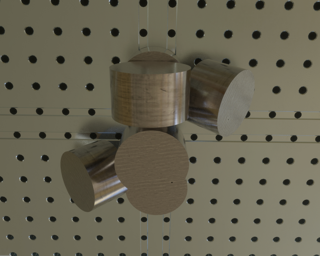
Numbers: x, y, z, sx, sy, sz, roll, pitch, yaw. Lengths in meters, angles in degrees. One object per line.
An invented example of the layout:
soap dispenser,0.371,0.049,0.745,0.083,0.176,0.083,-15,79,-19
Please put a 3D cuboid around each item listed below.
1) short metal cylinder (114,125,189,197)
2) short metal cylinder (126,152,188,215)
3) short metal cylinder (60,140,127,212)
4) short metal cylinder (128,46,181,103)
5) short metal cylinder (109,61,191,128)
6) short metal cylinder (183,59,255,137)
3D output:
short metal cylinder,-0.009,0.031,0.357,0.081,0.050,0.079,0,110,0
short metal cylinder,-0.005,0.071,0.425,0.081,0.050,0.079,0,111,-1
short metal cylinder,-0.085,0.060,0.399,0.050,0.080,0.079,-20,117,-40
short metal cylinder,-0.008,-0.056,0.379,0.081,0.050,0.079,0,111,0
short metal cylinder,-0.010,-0.037,0.315,0.081,0.080,0.050,0,110,0
short metal cylinder,0.068,-0.036,0.364,0.050,0.081,0.079,25,114,34
